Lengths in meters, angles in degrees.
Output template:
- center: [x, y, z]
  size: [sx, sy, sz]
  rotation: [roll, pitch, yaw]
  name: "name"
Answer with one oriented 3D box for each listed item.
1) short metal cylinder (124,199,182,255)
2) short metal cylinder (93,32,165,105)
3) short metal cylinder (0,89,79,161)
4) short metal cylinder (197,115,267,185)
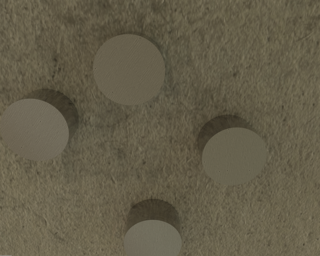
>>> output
- center: [-0.010, 0.152, 0.452]
  size: [0.081, 0.050, 0.079]
  rotation: [0, 110, -1]
  name: "short metal cylinder"
- center: [-0.035, -0.072, 0.369]
  size: [0.081, 0.050, 0.079]
  rotation: [0, 110, -1]
  name: "short metal cylinder"
- center: [-0.149, -0.005, 0.392]
  size: [0.081, 0.050, 0.079]
  rotation: [0, 110, -1]
  name: "short metal cylinder"
- center: [0.092, 0.028, 0.408]
  size: [0.081, 0.050, 0.079]
  rotation: [0, 110, -1]
  name: "short metal cylinder"
